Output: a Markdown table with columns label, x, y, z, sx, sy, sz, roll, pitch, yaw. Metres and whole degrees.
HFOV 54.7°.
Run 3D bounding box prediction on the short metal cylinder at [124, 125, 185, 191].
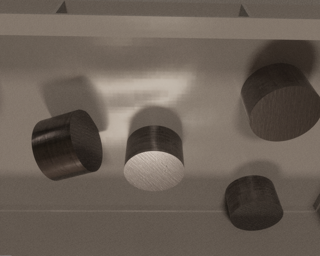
| label | x | y | z | sx | sy | sz | roll | pitch | yaw |
| --- | --- | --- | --- | --- | --- | --- | --- | --- | --- |
| short metal cylinder | -0.008 | 0.043 | 0.429 | 0.081 | 0.050 | 0.079 | 0 | 130 | 0 |

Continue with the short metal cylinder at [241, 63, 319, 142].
| label | x | y | z | sx | sy | sz | roll | pitch | yaw |
| --- | --- | --- | --- | --- | --- | --- | --- | --- | --- |
| short metal cylinder | 0.142 | -0.030 | 0.370 | 0.081 | 0.050 | 0.079 | 0 | 130 | 0 |

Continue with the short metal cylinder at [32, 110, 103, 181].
| label | x | y | z | sx | sy | sz | roll | pitch | yaw |
| --- | --- | --- | --- | --- | --- | --- | --- | --- | --- |
| short metal cylinder | -0.114 | 0.022 | 0.390 | 0.050 | 0.080 | 0.080 | -15 | 129 | 12 |

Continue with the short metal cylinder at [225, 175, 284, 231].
| label | x | y | z | sx | sy | sz | roll | pitch | yaw |
| --- | --- | --- | --- | --- | --- | --- | --- | --- | --- |
| short metal cylinder | 0.150 | 0.122 | 0.499 | 0.081 | 0.050 | 0.079 | 0 | 130 | 0 |
